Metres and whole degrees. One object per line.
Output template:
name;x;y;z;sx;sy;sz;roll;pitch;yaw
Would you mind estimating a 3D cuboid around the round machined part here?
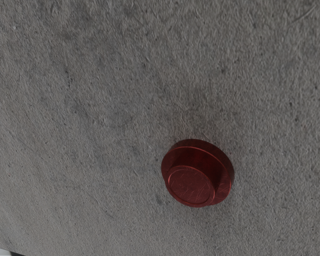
round machined part;0.045;0.067;0.414;0.098;0.042;0.097;13;124;21
